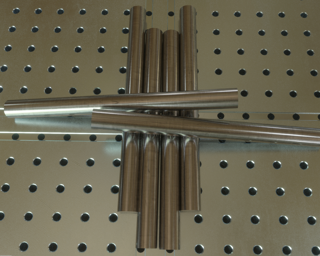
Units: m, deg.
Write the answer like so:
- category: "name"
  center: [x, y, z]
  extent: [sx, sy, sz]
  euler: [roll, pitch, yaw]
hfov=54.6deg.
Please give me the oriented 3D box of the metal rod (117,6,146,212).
- category: "metal rod"
  center: [-0.036, -0.039, 0.425]
  extent: [0.025, 0.025, 0.299]
  euler: [1, 70, 0]

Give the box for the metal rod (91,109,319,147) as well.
- category: "metal rod"
  center: [0.069, 0.002, 0.390]
  extent: [0.302, 0.025, 0.025]
  euler: [5, 70, -8]

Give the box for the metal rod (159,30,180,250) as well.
- category: "metal rod"
  center: [0.014, 0.001, 0.412]
  extent: [0.025, 0.025, 0.299]
  euler: [1, 70, 0]

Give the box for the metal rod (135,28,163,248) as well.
- category: "metal rod"
  center: [-0.012, -0.001, 0.411]
  extent: [0.025, 0.025, 0.299]
  euler: [1, 70, 0]

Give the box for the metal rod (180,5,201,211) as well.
- category: "metal rod"
  center: [0.040, -0.040, 0.426]
  extent: [0.025, 0.025, 0.299]
  euler: [1, 70, 0]

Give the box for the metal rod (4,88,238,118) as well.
- category: "metal rod"
  center: [-0.055, -0.031, 0.398]
  extent: [0.301, 0.025, 0.025]
  euler: [-2, 70, 9]
